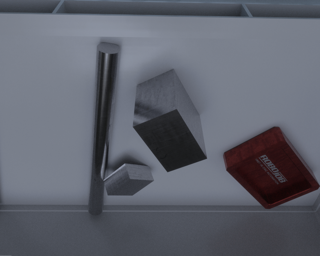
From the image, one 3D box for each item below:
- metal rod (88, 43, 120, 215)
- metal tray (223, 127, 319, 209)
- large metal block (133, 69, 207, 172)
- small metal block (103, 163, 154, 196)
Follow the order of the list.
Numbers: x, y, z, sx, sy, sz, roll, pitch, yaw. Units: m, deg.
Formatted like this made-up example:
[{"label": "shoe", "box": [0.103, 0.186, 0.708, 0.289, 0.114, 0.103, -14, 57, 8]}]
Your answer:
[{"label": "metal rod", "box": [-0.082, 0.025, 0.429, 0.025, 0.025, 0.298, 8, 130, -7]}, {"label": "metal tray", "box": [0.167, 0.065, 0.463, 0.090, 0.030, 0.130, -32, 124, 24]}, {"label": "large metal block", "box": [0.012, -0.009, 0.366, 0.050, 0.080, 0.080, -22, 127, 17]}, {"label": "small metal block", "box": [-0.046, 0.078, 0.462, 0.050, 0.025, 0.050, -39, 148, 28]}]
